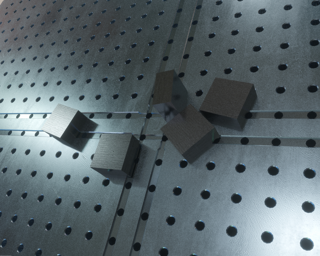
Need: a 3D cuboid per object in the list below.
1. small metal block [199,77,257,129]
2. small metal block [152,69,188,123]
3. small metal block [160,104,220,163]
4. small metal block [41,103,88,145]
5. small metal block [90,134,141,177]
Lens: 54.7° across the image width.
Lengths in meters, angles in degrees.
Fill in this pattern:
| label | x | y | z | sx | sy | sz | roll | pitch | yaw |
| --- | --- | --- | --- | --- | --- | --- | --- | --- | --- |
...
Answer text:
| label | x | y | z | sx | sy | sz | roll | pitch | yaw |
| --- | --- | --- | --- | --- | --- | --- | --- | --- | --- |
| small metal block | 0.084 | -0.032 | 0.383 | 0.050 | 0.025 | 0.050 | 17 | 70 | 34 |
| small metal block | 0.015 | -0.040 | 0.408 | 0.025 | 0.050 | 0.050 | -8 | 58 | 24 |
| small metal block | 0.037 | 0.006 | 0.384 | 0.050 | 0.025 | 0.050 | -40 | 51 | 0 |
| small metal block | -0.151 | -0.007 | 0.489 | 0.050 | 0.025 | 0.050 | 18 | 71 | 34 |
| small metal block | -0.059 | 0.036 | 0.416 | 0.050 | 0.025 | 0.050 | 1 | 62 | 28 |
